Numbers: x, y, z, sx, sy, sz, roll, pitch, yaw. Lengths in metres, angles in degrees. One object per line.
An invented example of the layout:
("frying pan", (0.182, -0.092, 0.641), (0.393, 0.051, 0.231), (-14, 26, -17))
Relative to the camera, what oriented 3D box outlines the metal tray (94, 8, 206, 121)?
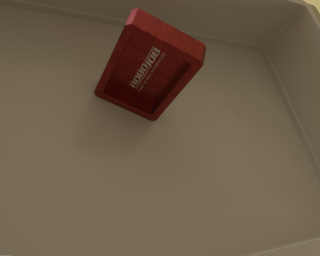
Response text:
("metal tray", (-0.017, -0.067, 0.371), (0.090, 0.129, 0.030), (24, 53, -14))
